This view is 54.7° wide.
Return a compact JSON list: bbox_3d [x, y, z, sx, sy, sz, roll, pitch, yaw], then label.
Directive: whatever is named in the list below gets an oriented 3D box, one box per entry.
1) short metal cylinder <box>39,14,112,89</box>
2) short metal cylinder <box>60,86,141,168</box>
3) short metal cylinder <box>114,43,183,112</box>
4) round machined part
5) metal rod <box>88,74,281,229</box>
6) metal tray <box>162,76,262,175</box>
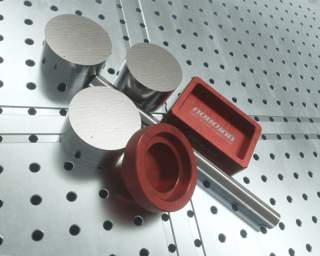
[{"bbox_3d":[-0.107,-0.096,0.393,0.081,0.050,0.080,14,56,-21],"label":"short metal cylinder"},{"bbox_3d":[-0.068,-0.001,0.355,0.081,0.050,0.080,14,56,-21],"label":"short metal cylinder"},{"bbox_3d":[-0.017,-0.069,0.424,0.081,0.050,0.080,14,56,-21],"label":"short metal cylinder"},{"bbox_3d":[-0.004,0.046,0.353,0.099,0.042,0.098,17,66,-43],"label":"round machined part"},{"bbox_3d":[0.033,0.033,0.406,0.300,0.025,0.025,38,51,-3],"label":"metal rod"},{"bbox_3d":[0.078,-0.005,0.449,0.130,0.030,0.090,38,52,-3],"label":"metal tray"}]
